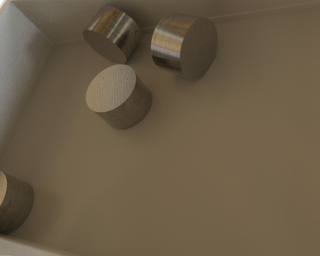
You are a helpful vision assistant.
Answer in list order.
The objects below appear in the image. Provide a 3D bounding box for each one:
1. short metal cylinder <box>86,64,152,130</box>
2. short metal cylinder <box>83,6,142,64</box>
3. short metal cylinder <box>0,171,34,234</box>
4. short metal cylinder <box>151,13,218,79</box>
[{"bbox_3d":[-0.058,-0.044,0.446,0.080,0.050,0.080,-13,56,20],"label":"short metal cylinder"},{"bbox_3d":[-0.076,-0.148,0.499,0.080,0.080,0.050,20,73,35],"label":"short metal cylinder"},{"bbox_3d":[-0.230,0.106,0.443,0.080,0.050,0.080,-13,56,20],"label":"short metal cylinder"},{"bbox_3d":[0.034,-0.111,0.420,0.050,0.080,0.080,26,76,36],"label":"short metal cylinder"}]
